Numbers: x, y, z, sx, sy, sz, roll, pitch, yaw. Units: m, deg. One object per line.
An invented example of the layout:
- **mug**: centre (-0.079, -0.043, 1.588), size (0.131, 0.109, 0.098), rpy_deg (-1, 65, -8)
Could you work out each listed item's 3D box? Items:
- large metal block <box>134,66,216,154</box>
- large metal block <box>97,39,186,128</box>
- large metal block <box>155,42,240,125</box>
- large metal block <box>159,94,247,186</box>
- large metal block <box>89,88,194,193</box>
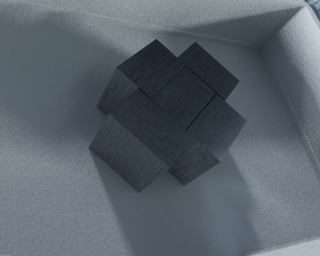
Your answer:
- **large metal block**: centre (0.013, -0.019, 0.389), size (0.050, 0.080, 0.080), rpy_deg (43, 51, 0)
- **large metal block**: centre (-0.024, -0.053, 0.389), size (0.050, 0.080, 0.080), rpy_deg (43, 51, 0)
- **large metal block**: centre (0.048, -0.057, 0.432), size (0.080, 0.080, 0.050), rpy_deg (42, 51, 0)
- **large metal block**: centre (0.051, 0.016, 0.389), size (0.050, 0.080, 0.080), rpy_deg (43, 51, 0)
- **large metal block**: centre (-0.024, 0.017, 0.348), size (0.080, 0.080, 0.050), rpy_deg (42, 51, 0)
